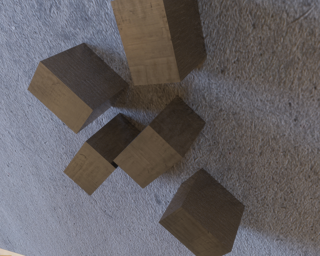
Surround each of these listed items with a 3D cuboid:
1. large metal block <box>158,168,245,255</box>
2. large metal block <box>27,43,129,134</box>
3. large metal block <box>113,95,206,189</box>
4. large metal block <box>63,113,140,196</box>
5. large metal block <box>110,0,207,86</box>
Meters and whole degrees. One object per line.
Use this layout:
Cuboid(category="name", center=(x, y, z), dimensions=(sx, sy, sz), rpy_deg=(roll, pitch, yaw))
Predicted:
Cuboid(category="large metal block", center=(0.058, 0.114, 0.411), dimensions=(0.080, 0.080, 0.050), rpy_deg=(42, 129, -1))
Cuboid(category="large metal block", center=(-0.101, -0.052, 0.392), dimensions=(0.080, 0.080, 0.050), rpy_deg=(43, 129, -2))
Cuboid(category="large metal block", center=(0.001, 0.016, 0.381), dimensions=(0.050, 0.080, 0.080), rpy_deg=(44, 129, -3))
Cuboid(category="large metal block", center=(-0.077, 0.036, 0.434), dimensions=(0.050, 0.080, 0.080), rpy_deg=(43, 129, -1))
Cuboid(category="large metal block", center=(0.004, -0.096, 0.310), dimensions=(0.050, 0.080, 0.080), rpy_deg=(0, 118, 28))
